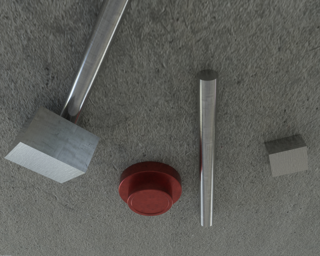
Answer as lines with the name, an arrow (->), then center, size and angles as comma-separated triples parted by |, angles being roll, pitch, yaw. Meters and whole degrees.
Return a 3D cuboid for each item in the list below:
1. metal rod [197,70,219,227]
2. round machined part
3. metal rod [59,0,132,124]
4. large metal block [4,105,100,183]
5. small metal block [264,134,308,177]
metal rod -> 0.069, 0.052, 0.452 | 0.025, 0.025, 0.298 | -4, 130, 3
round machined part -> -0.015, 0.100, 0.481 | 0.099, 0.042, 0.097 | -1, 130, 0
metal rod -> -0.049, -0.112, 0.311 | 0.025, 0.025, 0.298 | 21, 127, -18
large metal block -> -0.137, 0.025, 0.392 | 0.080, 0.050, 0.080 | 32, 146, -25
small metal block -> 0.181, 0.040, 0.444 | 0.050, 0.025, 0.050 | -15, 129, 12
